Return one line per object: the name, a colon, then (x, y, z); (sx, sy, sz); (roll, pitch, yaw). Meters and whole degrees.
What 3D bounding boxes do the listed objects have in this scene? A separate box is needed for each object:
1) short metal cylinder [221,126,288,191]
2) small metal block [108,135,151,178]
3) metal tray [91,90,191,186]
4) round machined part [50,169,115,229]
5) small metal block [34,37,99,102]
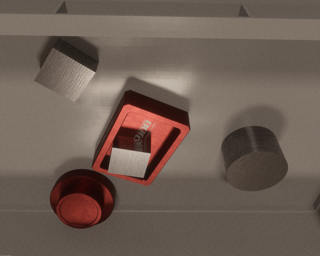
short metal cylinder: (0.129, 0.043, 0.432); (0.081, 0.050, 0.079); (0, 130, 0)
small metal block: (-0.042, 0.040, 0.425); (0.050, 0.025, 0.050); (10, 130, -9)
metal tray: (-0.029, 0.019, 0.421); (0.091, 0.030, 0.129); (20, 127, -17)
round machined part: (-0.121, 0.116, 0.479); (0.099, 0.042, 0.097); (-1, 115, -1)
small metal block: (-0.106, -0.065, 0.352); (0.050, 0.025, 0.050); (29, 124, -23)
